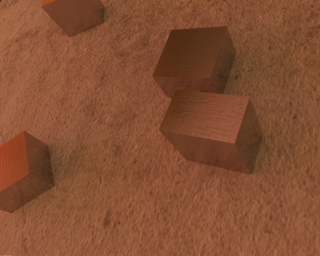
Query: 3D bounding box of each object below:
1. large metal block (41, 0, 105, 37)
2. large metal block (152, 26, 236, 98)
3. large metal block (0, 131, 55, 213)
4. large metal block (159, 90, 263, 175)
[{"bbox_3d":[-0.164,-0.233,0.595,0.080,0.080,0.050,-16,56,19],"label":"large metal block"},{"bbox_3d":[0.048,-0.086,0.414,0.080,0.050,0.080,7,65,31],"label":"large metal block"},{"bbox_3d":[-0.210,0.065,0.456,0.080,0.050,0.080,-32,52,7],"label":"large metal block"},{"bbox_3d":[0.058,0.005,0.334,0.080,0.080,0.050,10,67,32],"label":"large metal block"}]
